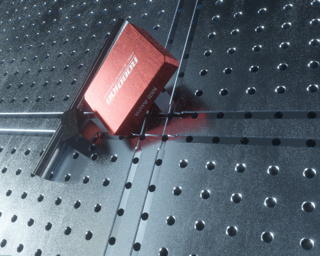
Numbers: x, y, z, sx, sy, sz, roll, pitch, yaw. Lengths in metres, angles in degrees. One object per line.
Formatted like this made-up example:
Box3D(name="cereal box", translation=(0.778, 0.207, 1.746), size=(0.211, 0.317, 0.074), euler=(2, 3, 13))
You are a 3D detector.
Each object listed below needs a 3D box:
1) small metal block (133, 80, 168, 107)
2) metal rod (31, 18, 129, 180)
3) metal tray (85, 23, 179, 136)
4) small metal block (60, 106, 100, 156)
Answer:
Box3D(name="small metal block", translation=(-0.024, -0.061, 0.440), size=(0.050, 0.050, 0.025), euler=(26, 77, 36))
Box3D(name="metal rod", translation=(-0.121, -0.058, 0.504), size=(0.025, 0.025, 0.300), euler=(10, 67, 32))
Box3D(name="metal tray", translation=(-0.043, -0.063, 0.424), size=(0.090, 0.030, 0.129), euler=(50, 115, 30))
Box3D(name="small metal block", translation=(-0.115, 0.005, 0.447), size=(0.025, 0.050, 0.050), euler=(-28, 52, 11))
